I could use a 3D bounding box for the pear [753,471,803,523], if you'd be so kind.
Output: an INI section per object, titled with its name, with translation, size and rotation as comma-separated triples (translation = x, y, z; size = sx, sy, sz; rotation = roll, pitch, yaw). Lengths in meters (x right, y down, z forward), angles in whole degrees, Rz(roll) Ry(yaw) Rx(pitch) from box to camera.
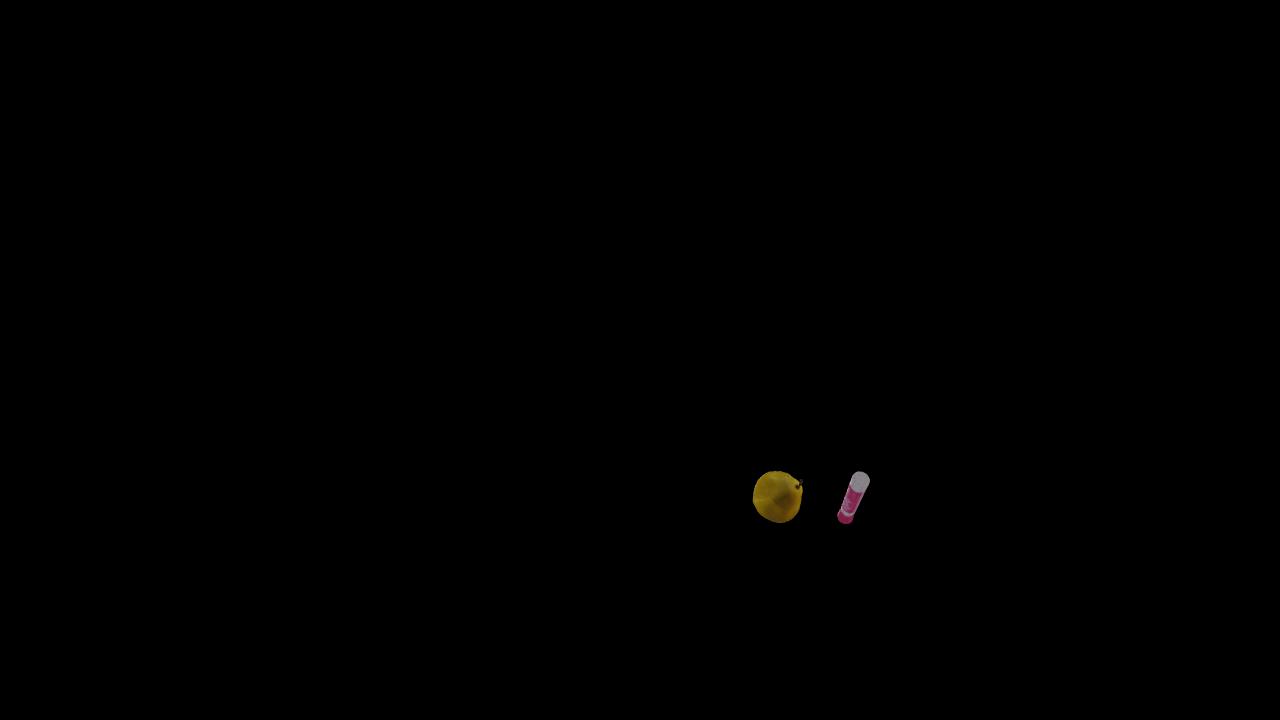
[pear]
translation = 0.223, 0.208, 0.943
size = 0.080, 0.080, 0.111
rotation = 0, -14, -18

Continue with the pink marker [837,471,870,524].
[pink marker]
translation = 0.244, 0.162, 0.708
size = 0.020, 0.020, 0.121
rotation = 0, -34, 8
